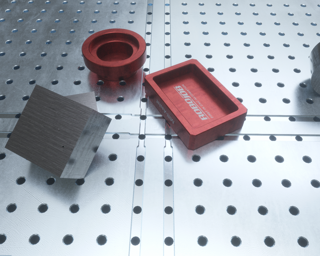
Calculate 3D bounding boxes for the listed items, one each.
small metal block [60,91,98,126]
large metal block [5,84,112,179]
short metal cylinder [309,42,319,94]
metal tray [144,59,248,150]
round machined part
[{"bbox_3d":[-0.110,-0.020,0.423,0.050,0.025,0.050,-11,51,-10],"label":"small metal block"},{"bbox_3d":[-0.117,0.005,0.363,0.080,0.050,0.080,23,86,18],"label":"large metal block"},{"bbox_3d":[0.263,-0.089,0.450,0.080,0.080,0.050,11,51,9],"label":"short metal cylinder"},{"bbox_3d":[0.046,-0.039,0.437,0.091,0.030,0.130,-23,54,-19],"label":"metal tray"},{"bbox_3d":[-0.070,-0.112,0.490,0.099,0.042,0.098,0,50,0],"label":"round machined part"}]
